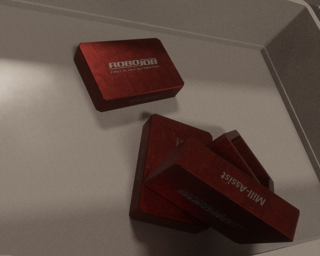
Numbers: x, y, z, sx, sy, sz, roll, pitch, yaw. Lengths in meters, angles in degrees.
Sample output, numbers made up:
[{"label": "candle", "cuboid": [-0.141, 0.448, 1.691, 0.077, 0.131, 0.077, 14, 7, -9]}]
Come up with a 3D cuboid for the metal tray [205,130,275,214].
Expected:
[{"label": "metal tray", "cuboid": [0.101, 0.049, 0.382, 0.090, 0.030, 0.130, 56, 17, 10]}]

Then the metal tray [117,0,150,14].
[{"label": "metal tray", "cuboid": [-0.066, -0.250, 0.481, 0.130, 0.090, 0.030, 34, 63, -6]}]

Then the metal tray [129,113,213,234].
[{"label": "metal tray", "cuboid": [0.018, 0.054, 0.381, 0.091, 0.030, 0.130, 19, 54, -18]}]

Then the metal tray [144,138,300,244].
[{"label": "metal tray", "cuboid": [0.058, 0.070, 0.312, 0.130, 0.090, 0.030, 34, 60, -7]}]

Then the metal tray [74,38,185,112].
[{"label": "metal tray", "cuboid": [-0.040, -0.078, 0.430, 0.131, 0.030, 0.090, -15, 70, -35]}]
